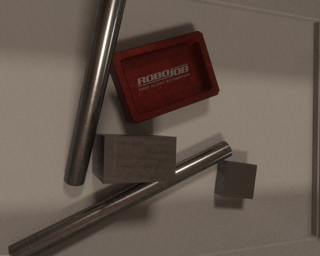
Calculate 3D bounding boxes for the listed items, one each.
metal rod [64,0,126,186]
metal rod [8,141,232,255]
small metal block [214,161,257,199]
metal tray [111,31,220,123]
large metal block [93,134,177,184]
[{"bbox_3d":[-0.062,-0.069,0.320,0.025,0.025,0.298,9,113,-20],"label":"metal rod"},{"bbox_3d":[-0.035,0.087,0.398,0.302,0.025,0.025,-24,98,-19],"label":"metal rod"},{"bbox_3d":[0.111,0.075,0.453,0.050,0.025,0.050,9,87,-20],"label":"small metal block"},{"bbox_3d":[0.007,-0.068,0.411,0.131,0.030,0.090,-21,97,-19],"label":"metal tray"},{"bbox_3d":[-0.034,0.033,0.370,0.081,0.080,0.050,2,90,-20],"label":"large metal block"}]
